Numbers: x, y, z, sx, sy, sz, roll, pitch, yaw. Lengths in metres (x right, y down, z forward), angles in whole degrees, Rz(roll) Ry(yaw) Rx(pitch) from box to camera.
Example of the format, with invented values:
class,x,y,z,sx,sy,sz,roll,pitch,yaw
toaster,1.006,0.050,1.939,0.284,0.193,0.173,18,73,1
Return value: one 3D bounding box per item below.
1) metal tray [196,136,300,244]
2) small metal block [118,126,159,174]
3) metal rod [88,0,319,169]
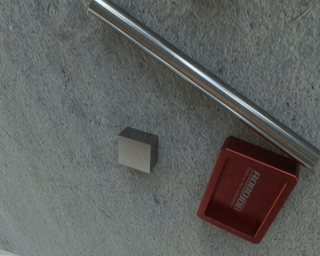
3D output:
class,x,y,z,sx,sy,sz,roll,pitch,yaw
metal tray,0.107,0.082,0.397,0.090,0.030,0.129,22,127,14
small metal block,-0.031,0.031,0.441,0.050,0.025,0.050,16,125,19
metal rod,0.047,-0.054,0.347,0.301,0.025,0.025,36,129,3
